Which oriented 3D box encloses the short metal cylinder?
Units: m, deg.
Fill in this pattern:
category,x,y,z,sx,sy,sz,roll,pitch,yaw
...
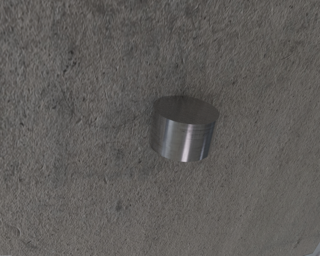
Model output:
category,x,y,z,sx,sy,sz,roll,pitch,yaw
short metal cylinder,0.029,-0.001,0.385,0.081,0.080,0.050,-6,121,-25
